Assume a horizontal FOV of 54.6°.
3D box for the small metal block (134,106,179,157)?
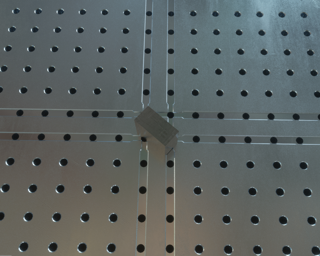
[{"bbox_3d":[-0.004,0.005,0.397,0.050,0.050,0.025,40,75,13],"label":"small metal block"}]
